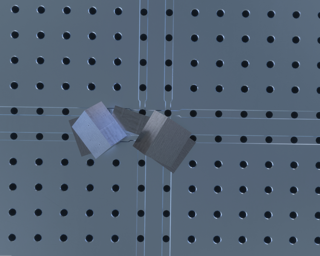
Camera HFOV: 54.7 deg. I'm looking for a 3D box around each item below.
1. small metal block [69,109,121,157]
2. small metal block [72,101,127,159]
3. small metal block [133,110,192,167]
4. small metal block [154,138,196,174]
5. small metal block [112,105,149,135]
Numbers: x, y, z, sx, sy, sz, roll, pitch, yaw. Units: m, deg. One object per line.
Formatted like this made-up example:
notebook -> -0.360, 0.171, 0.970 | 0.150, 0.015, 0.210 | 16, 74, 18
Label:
small metal block -> -0.086, 0.005, 0.412 | 0.050, 0.025, 0.050 | -19, 90, -1
small metal block -> -0.074, 0.004, 0.372 | 0.025, 0.050, 0.050 | -37, 91, -39
small metal block -> 0.004, 0.014, 0.374 | 0.050, 0.025, 0.050 | 32, 89, -45
small metal block -> 0.012, 0.024, 0.414 | 0.050, 0.025, 0.050 | 36, 90, -1
small metal block -> -0.035, -0.008, 0.400 | 0.050, 0.050, 0.025 | 19, 90, -1
